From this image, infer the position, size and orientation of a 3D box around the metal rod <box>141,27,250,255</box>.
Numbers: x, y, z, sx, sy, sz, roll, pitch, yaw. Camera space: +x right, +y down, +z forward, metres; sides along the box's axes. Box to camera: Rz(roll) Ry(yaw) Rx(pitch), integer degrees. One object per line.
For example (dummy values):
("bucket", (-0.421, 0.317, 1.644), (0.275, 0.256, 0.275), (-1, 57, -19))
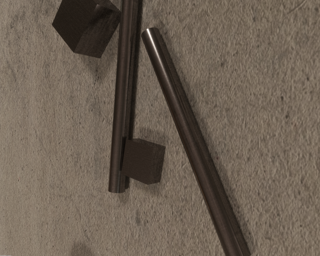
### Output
("metal rod", (0.036, 0.009, 0.373), (0.025, 0.025, 0.299), (-32, 71, 35))

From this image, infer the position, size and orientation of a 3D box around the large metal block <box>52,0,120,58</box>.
("large metal block", (-0.114, -0.168, 0.480), (0.080, 0.050, 0.080), (50, 119, 28))

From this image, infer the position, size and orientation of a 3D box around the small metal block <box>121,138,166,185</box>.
("small metal block", (-0.023, 0.044, 0.422), (0.050, 0.025, 0.050), (15, 99, 38))

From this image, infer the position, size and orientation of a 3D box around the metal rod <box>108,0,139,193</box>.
("metal rod", (-0.052, -0.056, 0.445), (0.025, 0.025, 0.298), (8, 95, 39))
